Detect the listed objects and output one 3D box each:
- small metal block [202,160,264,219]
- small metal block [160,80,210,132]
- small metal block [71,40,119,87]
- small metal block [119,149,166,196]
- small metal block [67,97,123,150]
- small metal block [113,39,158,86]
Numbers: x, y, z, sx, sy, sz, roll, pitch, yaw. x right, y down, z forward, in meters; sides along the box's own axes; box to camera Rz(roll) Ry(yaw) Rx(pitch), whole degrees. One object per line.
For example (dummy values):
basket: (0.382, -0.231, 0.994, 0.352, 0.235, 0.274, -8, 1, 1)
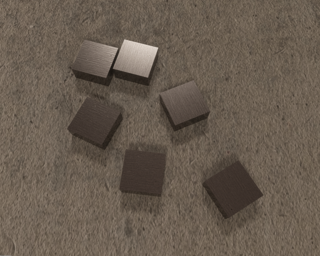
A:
small metal block: (0.088, 0.076, 0.381, 0.050, 0.025, 0.050, -30, 73, -11)
small metal block: (0.033, -0.030, 0.419, 0.050, 0.025, 0.050, -22, 72, -8)
small metal block: (-0.090, -0.092, 0.441, 0.050, 0.025, 0.050, 15, 71, 5)
small metal block: (-0.021, 0.057, 0.387, 0.050, 0.025, 0.050, 6, 70, 2)
small metal block: (-0.085, -0.006, 0.409, 0.050, 0.025, 0.050, 24, 72, 8)
small metal block: (-0.034, -0.093, 0.442, 0.050, 0.025, 0.050, 15, 71, 5)
